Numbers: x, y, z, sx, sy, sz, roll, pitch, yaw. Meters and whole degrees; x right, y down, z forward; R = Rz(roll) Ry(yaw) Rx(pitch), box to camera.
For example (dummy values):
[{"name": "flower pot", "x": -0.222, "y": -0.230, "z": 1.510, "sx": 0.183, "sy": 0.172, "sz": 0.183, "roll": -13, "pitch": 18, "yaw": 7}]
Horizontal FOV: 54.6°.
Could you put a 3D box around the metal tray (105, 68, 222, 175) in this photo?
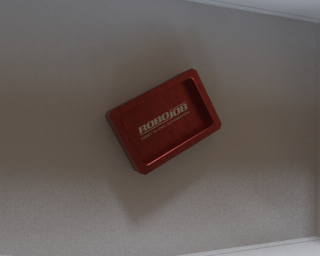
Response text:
[{"name": "metal tray", "x": 0.007, "y": -0.010, "z": 0.407, "sx": 0.131, "sy": 0.030, "sz": 0.090, "roll": -30, "pitch": 100, "yaw": -18}]
